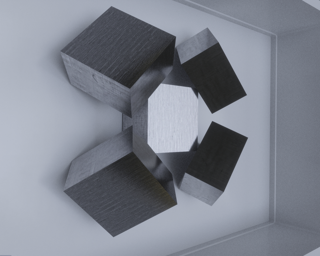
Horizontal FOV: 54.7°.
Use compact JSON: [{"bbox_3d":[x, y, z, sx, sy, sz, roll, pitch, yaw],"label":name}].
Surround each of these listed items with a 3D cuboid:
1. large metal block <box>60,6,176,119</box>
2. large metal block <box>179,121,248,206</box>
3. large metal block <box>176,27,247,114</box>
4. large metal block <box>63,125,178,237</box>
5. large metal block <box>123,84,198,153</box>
[{"bbox_3d":[-0.040,-0.070,0.324,0.080,0.080,0.050,-53,165,-27],"label":"large metal block"},{"bbox_3d":[0.070,0.050,0.419,0.080,0.050,0.080,-59,169,-24],"label":"large metal block"},{"bbox_3d":[0.067,-0.079,0.417,0.080,0.050,0.080,54,16,-26],"label":"large metal block"},{"bbox_3d":[-0.039,0.057,0.329,0.080,0.050,0.080,-30,118,12],"label":"large metal block"},{"bbox_3d":[0.001,-0.011,0.388,0.081,0.050,0.080,1,90,-40],"label":"large metal block"}]
